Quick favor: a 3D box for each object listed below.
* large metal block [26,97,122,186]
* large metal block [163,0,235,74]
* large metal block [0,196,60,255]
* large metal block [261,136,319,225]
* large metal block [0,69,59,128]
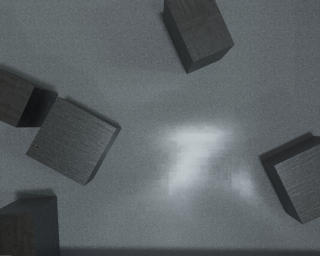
[{"bbox_3d":[-0.107,0.016,0.398,0.080,0.050,0.080,29,90,0],"label":"large metal block"},{"bbox_3d":[0.044,-0.120,0.384,0.050,0.080,0.080,-24,90,0],"label":"large metal block"},{"bbox_3d":[-0.164,0.135,0.383,0.050,0.080,0.080,-3,90,0],"label":"large metal block"},{"bbox_3d":[0.192,0.064,0.400,0.080,0.050,0.080,-26,90,0],"label":"large metal block"},{"bbox_3d":[-0.186,-0.040,0.382,0.080,0.080,0.050,24,90,0],"label":"large metal block"}]
